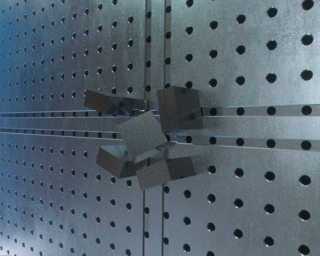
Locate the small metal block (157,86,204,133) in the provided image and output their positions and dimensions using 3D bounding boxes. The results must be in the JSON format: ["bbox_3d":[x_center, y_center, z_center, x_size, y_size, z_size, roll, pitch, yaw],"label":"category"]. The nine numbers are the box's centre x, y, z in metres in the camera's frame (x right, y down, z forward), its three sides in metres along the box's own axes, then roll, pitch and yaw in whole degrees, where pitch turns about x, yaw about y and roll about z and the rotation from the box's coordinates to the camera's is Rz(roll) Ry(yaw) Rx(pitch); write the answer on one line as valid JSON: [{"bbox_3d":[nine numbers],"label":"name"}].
[{"bbox_3d":[0.025,-0.021,0.371,0.025,0.050,0.050,-12,83,39],"label":"small metal block"}]

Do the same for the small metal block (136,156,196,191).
[{"bbox_3d":[0.008,0.056,0.385,0.050,0.050,0.025,-26,74,37],"label":"small metal block"}]

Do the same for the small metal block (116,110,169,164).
[{"bbox_3d":[-0.023,0.012,0.409,0.050,0.025,0.050,-25,69,-7],"label":"small metal block"}]

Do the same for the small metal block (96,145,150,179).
[{"bbox_3d":[-0.052,0.045,0.434,0.050,0.050,0.025,26,107,37],"label":"small metal block"}]

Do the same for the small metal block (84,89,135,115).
[{"bbox_3d":[-0.074,-0.037,0.452,0.050,0.050,0.025,20,103,38],"label":"small metal block"}]
